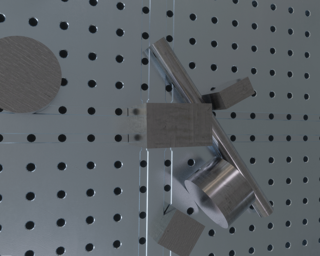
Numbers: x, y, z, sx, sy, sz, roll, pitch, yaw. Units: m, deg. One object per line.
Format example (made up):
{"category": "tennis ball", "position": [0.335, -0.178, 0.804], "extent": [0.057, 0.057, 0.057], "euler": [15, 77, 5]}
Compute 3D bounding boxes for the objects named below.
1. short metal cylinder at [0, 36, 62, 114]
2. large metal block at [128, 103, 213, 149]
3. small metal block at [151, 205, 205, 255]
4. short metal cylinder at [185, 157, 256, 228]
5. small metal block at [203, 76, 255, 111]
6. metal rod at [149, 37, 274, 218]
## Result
{"category": "short metal cylinder", "position": [-0.152, -0.055, 0.343], "extent": [0.081, 0.050, 0.080], "euler": [0, 90, -20]}
{"category": "large metal block", "position": [0.010, -0.003, 0.387], "extent": [0.081, 0.080, 0.050], "euler": [-1, 91, -20]}
{"category": "small metal block", "position": [0.025, 0.141, 0.422], "extent": [0.050, 0.025, 0.050], "euler": [35, 79, -17]}
{"category": "short metal cylinder", "position": [0.079, 0.085, 0.412], "extent": [0.050, 0.080, 0.080], "euler": [-38, 102, -16]}
{"category": "small metal block", "position": [0.094, -0.047, 0.434], "extent": [0.050, 0.050, 0.025], "euler": [-28, 100, -18]}
{"category": "metal rod", "position": [0.078, 0.007, 0.441], "extent": [0.025, 0.025, 0.299], "euler": [-38, 102, -16]}
